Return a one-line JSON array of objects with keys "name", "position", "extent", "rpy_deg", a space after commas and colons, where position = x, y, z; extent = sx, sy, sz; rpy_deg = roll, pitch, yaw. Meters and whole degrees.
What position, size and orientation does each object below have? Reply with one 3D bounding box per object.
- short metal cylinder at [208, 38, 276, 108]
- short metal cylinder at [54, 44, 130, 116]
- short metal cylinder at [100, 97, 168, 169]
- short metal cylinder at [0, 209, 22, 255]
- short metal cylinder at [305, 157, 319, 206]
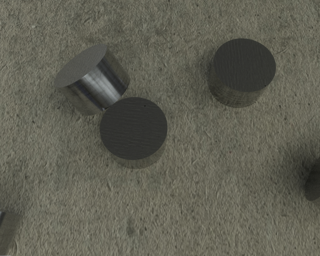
[{"name": "short metal cylinder", "position": [0.109, -0.074, 0.422], "extent": [0.081, 0.050, 0.080], "rpy_deg": [0, 70, 0]}, {"name": "short metal cylinder", "position": [-0.086, -0.062, 0.396], "extent": [0.080, 0.050, 0.080], "rpy_deg": [-23, 38, 19]}, {"name": "short metal cylinder", "position": [-0.031, 0.008, 0.392], "extent": [0.081, 0.050, 0.080], "rpy_deg": [0, 70, 0]}, {"name": "short metal cylinder", "position": [-0.201, 0.110, 0.337], "extent": [0.080, 0.080, 0.050], "rpy_deg": [13, 71, 4]}, {"name": "short metal cylinder", "position": [0.214, 0.061, 0.358], "extent": [0.050, 0.080, 0.080], "rpy_deg": [27, 72, 9]}]
